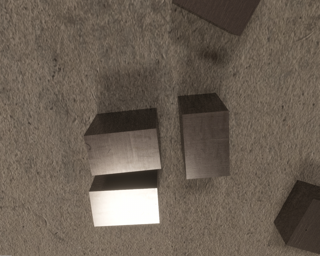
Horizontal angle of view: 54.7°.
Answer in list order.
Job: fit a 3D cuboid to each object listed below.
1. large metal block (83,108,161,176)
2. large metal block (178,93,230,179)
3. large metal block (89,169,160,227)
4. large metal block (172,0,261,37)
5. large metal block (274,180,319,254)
[{"bbox_3d":[-0.042,0.014,0.385,0.080,0.080,0.050,-6,110,2],"label":"large metal block"},{"bbox_3d":[0.052,0.007,0.384,0.050,0.080,0.079,-5,110,1],"label":"large metal block"},{"bbox_3d":[-0.042,0.082,0.410,0.081,0.080,0.050,-3,110,1],"label":"large metal block"},{"bbox_3d":[0.068,-0.157,0.339,0.080,0.050,0.080,25,108,-9],"label":"large metal block"},{"bbox_3d":[0.227,0.132,0.448,0.080,0.050,0.079,17,109,-7],"label":"large metal block"}]
